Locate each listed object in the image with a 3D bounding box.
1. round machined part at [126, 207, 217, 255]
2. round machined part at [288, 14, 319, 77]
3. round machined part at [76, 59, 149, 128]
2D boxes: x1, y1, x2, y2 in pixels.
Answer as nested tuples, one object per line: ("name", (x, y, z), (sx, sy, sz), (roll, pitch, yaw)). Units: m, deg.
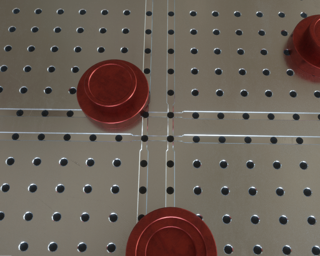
("round machined part", (0.012, 0.142, 0.351), (0.099, 0.042, 0.098), (0, 70, 0))
("round machined part", (0.243, -0.126, 0.450), (0.099, 0.042, 0.098), (0, 70, 0))
("round machined part", (-0.065, -0.052, 0.421), (0.099, 0.042, 0.098), (0, 70, 0))
